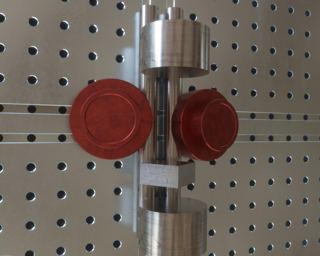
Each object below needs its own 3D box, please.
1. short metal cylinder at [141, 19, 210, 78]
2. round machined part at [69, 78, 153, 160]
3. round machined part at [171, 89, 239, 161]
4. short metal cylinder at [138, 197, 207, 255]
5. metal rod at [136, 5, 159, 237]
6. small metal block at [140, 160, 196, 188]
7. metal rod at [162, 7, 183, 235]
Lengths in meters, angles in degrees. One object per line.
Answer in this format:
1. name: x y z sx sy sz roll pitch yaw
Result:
1. short metal cylinder: 0.018 -0.090 0.366 0.081 0.080 0.050 1 90 -20
2. round machined part: -0.058 -0.011 0.369 0.099 0.042 0.097 0 90 -6
3. round machined part: 0.067 -0.004 0.414 0.099 0.042 0.097 0 91 -35
4. short metal cylinder: 0.015 0.115 0.366 0.081 0.080 0.050 1 90 -20
5. metal rod: -0.016 -0.008 0.406 0.025 0.025 0.298 1 90 -20
6. small metal block: 0.010 0.055 0.378 0.050 0.050 0.025 2 89 -62
7. metal rod: 0.017 -0.009 0.418 0.025 0.025 0.298 1 90 -20
